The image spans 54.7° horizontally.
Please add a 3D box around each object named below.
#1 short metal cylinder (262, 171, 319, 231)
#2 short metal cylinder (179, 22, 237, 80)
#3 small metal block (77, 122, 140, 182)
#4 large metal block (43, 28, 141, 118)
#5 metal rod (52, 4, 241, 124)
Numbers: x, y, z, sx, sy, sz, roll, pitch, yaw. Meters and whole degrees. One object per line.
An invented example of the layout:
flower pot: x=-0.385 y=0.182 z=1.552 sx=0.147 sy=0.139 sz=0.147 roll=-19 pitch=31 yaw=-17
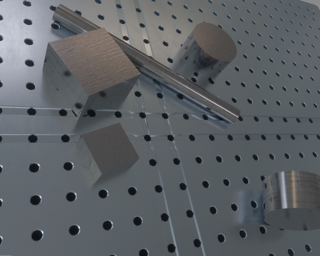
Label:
short metal cylinder: x=0.178 y=0.098 z=0.410 sx=0.080 sy=0.080 sz=0.050 roll=22 pitch=54 yaw=-16
short metal cylinder: x=0.078 y=-0.126 z=0.512 sx=0.081 sy=0.050 sz=0.080 roll=14 pitch=56 yaw=-21
small metal block: x=-0.060 y=0.027 z=0.359 sx=0.050 sy=0.025 sz=0.050 roll=-21 pitch=73 yaw=-36
large metal block: x=-0.086 y=-0.071 z=0.389 sx=0.081 sy=0.050 sz=0.080 roll=-31 pitch=79 yaw=-38
metal rod: x=-0.013 y=-0.089 z=0.455 sx=0.301 sy=0.025 sz=0.025 roll=29 pitch=52 yaw=-10
